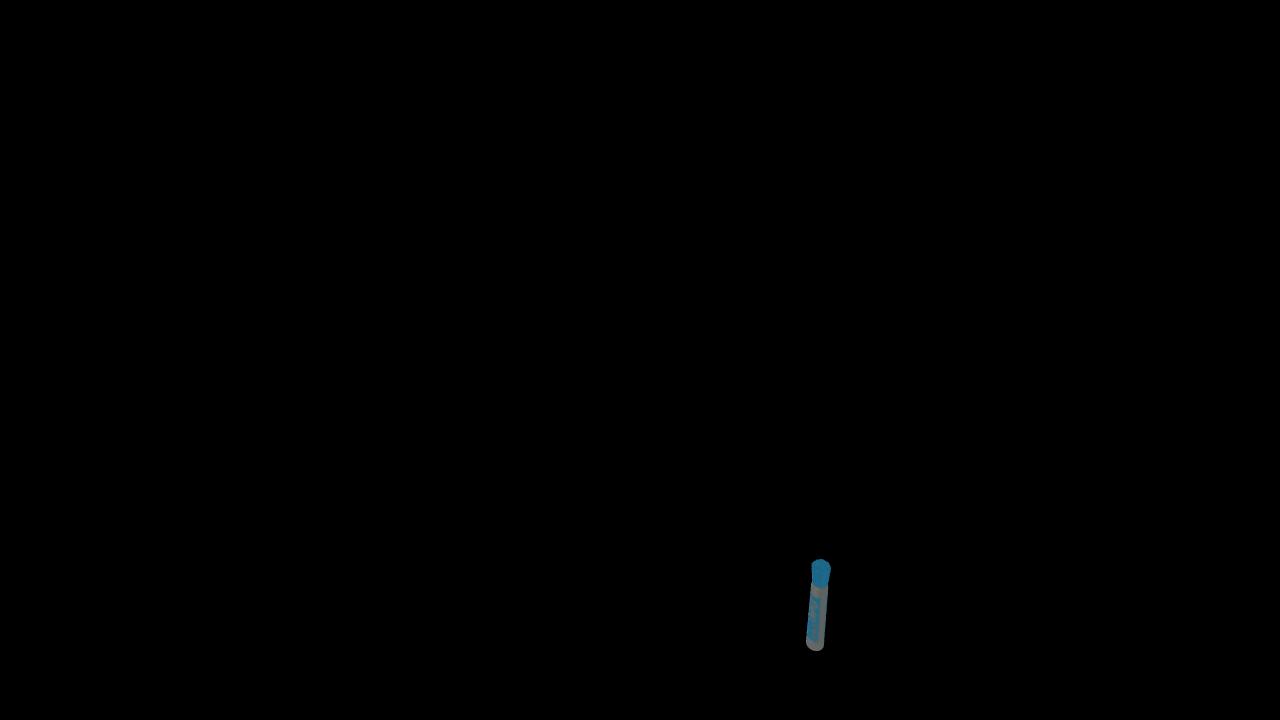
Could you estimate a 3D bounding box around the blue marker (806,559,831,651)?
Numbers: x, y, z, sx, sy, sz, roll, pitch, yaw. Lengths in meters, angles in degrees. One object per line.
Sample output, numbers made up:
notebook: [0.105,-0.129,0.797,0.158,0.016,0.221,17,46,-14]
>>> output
blue marker: [0.186,0.255,0.642,0.020,0.121,0.020,-4,27,2]
